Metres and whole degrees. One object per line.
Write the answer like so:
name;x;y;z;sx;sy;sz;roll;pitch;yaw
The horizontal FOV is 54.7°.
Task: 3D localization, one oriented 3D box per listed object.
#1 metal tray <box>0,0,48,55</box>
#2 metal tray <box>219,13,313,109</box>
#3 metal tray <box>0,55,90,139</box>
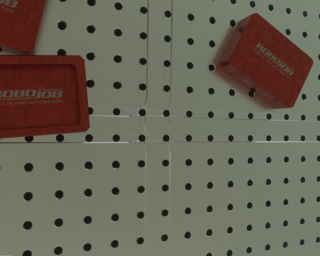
metal tray;-0.196;-0.140;0.337;0.131;0.030;0.090;14;85;-20
metal tray;0.164;-0.099;0.472;0.131;0.030;0.090;31;80;-18
metal tray;-0.151;-0.036;0.354;0.131;0.030;0.089;-5;92;-20
